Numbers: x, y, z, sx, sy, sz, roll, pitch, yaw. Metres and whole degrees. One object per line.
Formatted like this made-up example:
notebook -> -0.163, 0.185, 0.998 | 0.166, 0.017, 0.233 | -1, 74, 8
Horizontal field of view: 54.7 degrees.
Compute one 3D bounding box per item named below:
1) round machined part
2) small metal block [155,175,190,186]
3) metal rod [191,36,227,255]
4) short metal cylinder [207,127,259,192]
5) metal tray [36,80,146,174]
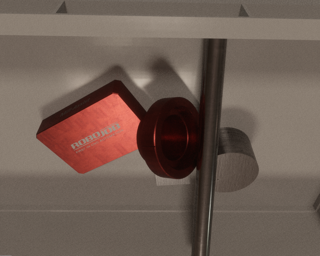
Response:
round machined part -> 0.009, 0.012, 0.380 | 0.042, 0.098, 0.098 | -1, 138, 40
small metal block -> 0.018, 0.059, 0.460 | 0.050, 0.025, 0.050 | -4, 130, 2
metal rod -> 0.058, 0.042, 0.383 | 0.025, 0.025, 0.298 | 0, 111, -1
short metal cylinder -> 0.091, 0.045, 0.433 | 0.081, 0.050, 0.079 | -1, 130, 0
metal tray -> -0.082, 0.003, 0.408 | 0.130, 0.030, 0.090 | -25, 126, 19
